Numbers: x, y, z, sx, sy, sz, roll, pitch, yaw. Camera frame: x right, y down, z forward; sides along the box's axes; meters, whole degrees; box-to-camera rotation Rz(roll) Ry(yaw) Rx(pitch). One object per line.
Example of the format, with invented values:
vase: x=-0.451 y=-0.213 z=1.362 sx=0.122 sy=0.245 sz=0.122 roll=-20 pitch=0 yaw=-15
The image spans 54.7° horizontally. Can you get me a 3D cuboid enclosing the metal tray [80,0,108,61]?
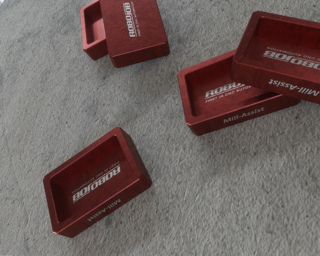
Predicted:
metal tray: x=-0.099 y=-0.194 z=0.571 sx=0.090 sy=0.030 sz=0.130 roll=-24 pitch=53 yaw=13

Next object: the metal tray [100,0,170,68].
metal tray: x=-0.042 y=-0.165 z=0.498 sx=0.090 sy=0.030 sz=0.130 roll=-14 pitch=63 yaw=2

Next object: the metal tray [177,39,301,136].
metal tray: x=0.092 y=-0.052 z=0.383 sx=0.130 sy=0.030 sz=0.090 roll=-19 pitch=54 yaw=17

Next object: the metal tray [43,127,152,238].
metal tray: x=-0.085 y=0.069 z=0.402 sx=0.130 sy=0.030 sz=0.090 roll=-34 pitch=51 yaw=5

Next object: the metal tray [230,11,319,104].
metal tray: x=0.152 y=-0.075 z=0.331 sx=0.130 sy=0.030 sz=0.090 roll=18 pitch=59 yaw=15
